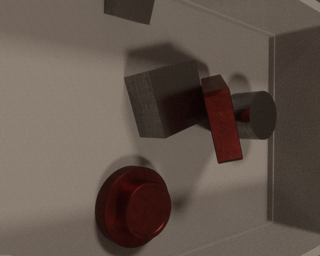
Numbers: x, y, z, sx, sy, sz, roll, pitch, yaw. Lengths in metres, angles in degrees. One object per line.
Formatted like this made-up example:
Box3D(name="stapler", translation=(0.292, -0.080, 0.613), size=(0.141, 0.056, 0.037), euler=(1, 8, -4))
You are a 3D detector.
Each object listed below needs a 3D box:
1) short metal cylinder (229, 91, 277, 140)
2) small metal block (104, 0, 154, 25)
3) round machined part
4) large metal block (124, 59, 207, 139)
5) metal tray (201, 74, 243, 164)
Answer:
Box3D(name="short metal cylinder", translation=(0.152, -0.021, 0.521), size=(0.081, 0.050, 0.079), euler=(0, 90, -40))
Box3D(name="small metal block", translation=(-0.034, -0.155, 0.369), size=(0.050, 0.025, 0.050), euler=(1, 110, -40))
Box3D(name="round machined part", translation=(-0.025, 0.097, 0.377), size=(0.099, 0.042, 0.097), euler=(0, 90, -40))
Box3D(name="large metal block", translation=(0.010, -0.038, 0.400), size=(0.081, 0.050, 0.080), euler=(-24, 105, -38))
Box3D(name="metal tray", translation=(0.081, -0.018, 0.420), size=(0.130, 0.030, 0.089), euler=(-70, 147, -72))
